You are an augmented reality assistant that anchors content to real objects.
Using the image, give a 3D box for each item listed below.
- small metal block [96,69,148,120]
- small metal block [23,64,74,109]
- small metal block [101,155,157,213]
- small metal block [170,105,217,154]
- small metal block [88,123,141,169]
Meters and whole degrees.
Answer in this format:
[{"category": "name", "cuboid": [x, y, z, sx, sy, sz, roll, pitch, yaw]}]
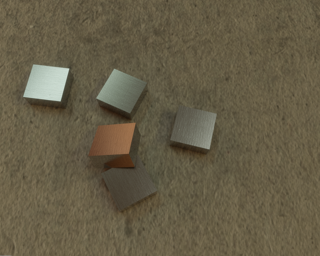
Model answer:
[{"category": "small metal block", "cuboid": [-0.051, -0.046, 0.424, 0.050, 0.025, 0.050, 24, 72, 8]}, {"category": "small metal block", "cuboid": [-0.152, -0.057, 0.427, 0.050, 0.025, 0.050, 7, 70, 2]}, {"category": "small metal block", "cuboid": [-0.037, 0.069, 0.383, 0.050, 0.025, 0.050, -26, 72, -10]}, {"category": "small metal block", "cuboid": [0.043, 0.003, 0.408, 0.050, 0.025, 0.050, 13, 70, 4]}, {"category": "small metal block", "cuboid": [-0.055, 0.022, 0.384, 0.050, 0.025, 0.050, -4, 45, 13]}]
